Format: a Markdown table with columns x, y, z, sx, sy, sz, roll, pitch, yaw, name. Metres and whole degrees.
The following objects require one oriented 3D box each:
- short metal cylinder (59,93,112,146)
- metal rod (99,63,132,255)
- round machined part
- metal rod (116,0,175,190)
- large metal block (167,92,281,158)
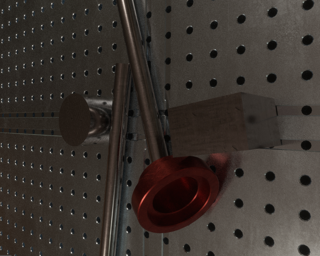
| x | y | z | sx | sy | sz | roll | pitch | yaw | name |
| --- | --- | --- | --- | --- | --- | --- | --- | --- | --- |
| -0.113 | -0.012 | 0.484 | 0.080 | 0.050 | 0.079 | 0 | 90 | 39 | short metal cylinder |
| -0.066 | 0.056 | 0.461 | 0.025 | 0.025 | 0.298 | 9 | 96 | 39 | metal rod |
| 0.014 | 0.070 | 0.353 | 0.097 | 0.099 | 0.042 | -62 | 37 | 21 | round machined part |
| -0.023 | -0.060 | 0.426 | 0.025 | 0.025 | 0.299 | -21 | 77 | 38 | metal rod |
| 0.067 | -0.001 | 0.317 | 0.080 | 0.081 | 0.050 | -10 | 83 | 39 | large metal block |
